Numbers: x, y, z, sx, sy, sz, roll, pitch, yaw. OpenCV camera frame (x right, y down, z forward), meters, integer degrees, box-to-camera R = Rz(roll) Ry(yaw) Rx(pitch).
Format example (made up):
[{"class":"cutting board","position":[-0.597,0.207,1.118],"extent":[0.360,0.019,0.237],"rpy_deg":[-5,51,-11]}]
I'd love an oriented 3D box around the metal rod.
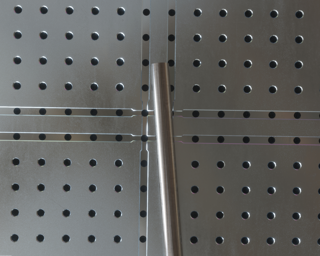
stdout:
[{"class":"metal rod","position":[0.010,0.064,0.413],"extent":[0.025,0.025,0.298],"rpy_deg":[-4,90,0]}]
